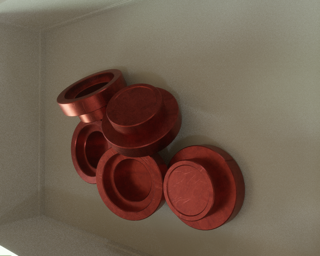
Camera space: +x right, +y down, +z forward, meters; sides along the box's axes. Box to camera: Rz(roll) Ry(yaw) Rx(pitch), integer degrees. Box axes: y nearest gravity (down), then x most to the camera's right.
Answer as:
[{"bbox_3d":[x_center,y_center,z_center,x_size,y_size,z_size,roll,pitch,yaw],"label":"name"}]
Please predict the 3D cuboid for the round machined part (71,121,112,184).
[{"bbox_3d":[-0.086,0.032,0.461,0.098,0.042,0.097,0,90,39],"label":"round machined part"}]

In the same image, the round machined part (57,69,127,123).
[{"bbox_3d":[-0.092,-0.043,0.444,0.098,0.098,0.042,4,128,39],"label":"round machined part"}]

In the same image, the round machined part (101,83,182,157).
[{"bbox_3d":[-0.026,-0.016,0.377,0.098,0.042,0.098,-9,50,11],"label":"round machined part"}]

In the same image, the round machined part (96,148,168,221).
[{"bbox_3d":[-0.031,0.066,0.402,0.098,0.042,0.097,3,97,26],"label":"round machined part"}]

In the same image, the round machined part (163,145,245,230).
[{"bbox_3d":[0.043,0.068,0.356,0.098,0.042,0.097,0,90,39],"label":"round machined part"}]
